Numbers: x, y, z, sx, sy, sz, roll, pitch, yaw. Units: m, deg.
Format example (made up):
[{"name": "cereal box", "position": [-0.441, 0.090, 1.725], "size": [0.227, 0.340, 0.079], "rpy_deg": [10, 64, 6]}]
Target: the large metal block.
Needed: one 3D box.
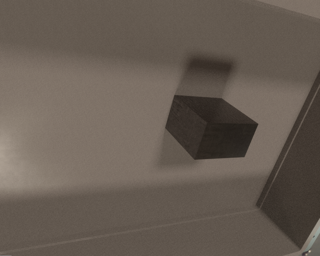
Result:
[{"name": "large metal block", "position": [0.065, -0.003, 0.409], "size": [0.081, 0.080, 0.050], "rpy_deg": [1, 118, -29]}]
